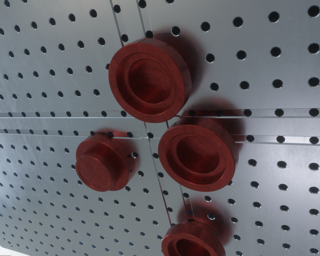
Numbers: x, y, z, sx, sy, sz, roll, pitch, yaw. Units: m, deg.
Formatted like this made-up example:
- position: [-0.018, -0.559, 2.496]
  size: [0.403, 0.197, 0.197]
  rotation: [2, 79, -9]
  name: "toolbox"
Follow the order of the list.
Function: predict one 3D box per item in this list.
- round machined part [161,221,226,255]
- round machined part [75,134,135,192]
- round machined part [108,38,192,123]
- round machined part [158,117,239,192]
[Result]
- position: [0.055, 0.186, 0.486]
  size: [0.098, 0.042, 0.097]
  rotation: [13, 124, 21]
  name: "round machined part"
- position: [-0.093, 0.061, 0.488]
  size: [0.098, 0.042, 0.097]
  rotation: [13, 124, 21]
  name: "round machined part"
- position: [-0.008, -0.058, 0.369]
  size: [0.098, 0.042, 0.097]
  rotation: [13, 124, 21]
  name: "round machined part"
- position: [0.051, 0.029, 0.392]
  size: [0.098, 0.042, 0.097]
  rotation: [13, 124, 21]
  name: "round machined part"
